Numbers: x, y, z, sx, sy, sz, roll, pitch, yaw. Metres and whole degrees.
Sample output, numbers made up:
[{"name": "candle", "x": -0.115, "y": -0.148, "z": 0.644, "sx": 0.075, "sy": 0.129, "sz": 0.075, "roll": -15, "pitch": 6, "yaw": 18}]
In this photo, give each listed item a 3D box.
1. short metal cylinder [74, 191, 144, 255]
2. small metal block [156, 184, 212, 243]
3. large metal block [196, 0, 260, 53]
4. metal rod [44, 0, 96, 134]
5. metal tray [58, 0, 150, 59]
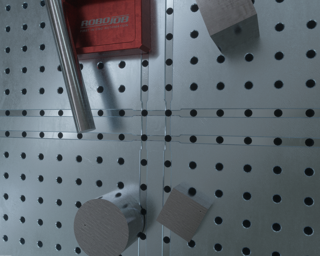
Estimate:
[{"name": "short metal cylinder", "x": -0.068, "y": 0.131, "z": 0.422, "sx": 0.080, "sy": 0.050, "sz": 0.079, "roll": 0, "pitch": 90, "yaw": 19}, {"name": "small metal block", "x": 0.031, "y": 0.109, "z": 0.401, "sx": 0.050, "sy": 0.025, "sz": 0.050, "roll": 30, "pitch": 99, "yaw": 17}, {"name": "large metal block", "x": 0.074, "y": -0.142, "z": 0.357, "sx": 0.050, "sy": 0.080, "sz": 0.080, "roll": -22, "pitch": 83, "yaw": 18}, {"name": "metal rod", "x": -0.137, "y": -0.139, "z": 0.426, "sx": 0.025, "sy": 0.025, "sz": 0.298, "roll": -17, "pitch": 84, "yaw": 19}, {"name": "metal tray", "x": -0.080, "y": -0.148, "z": 0.436, "sx": 0.130, "sy": 0.030, "sz": 0.089, "roll": -1, "pitch": 90, "yaw": 19}]
